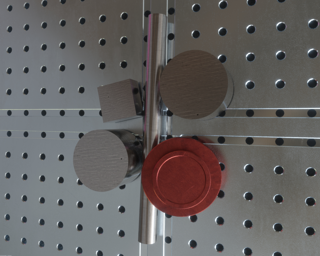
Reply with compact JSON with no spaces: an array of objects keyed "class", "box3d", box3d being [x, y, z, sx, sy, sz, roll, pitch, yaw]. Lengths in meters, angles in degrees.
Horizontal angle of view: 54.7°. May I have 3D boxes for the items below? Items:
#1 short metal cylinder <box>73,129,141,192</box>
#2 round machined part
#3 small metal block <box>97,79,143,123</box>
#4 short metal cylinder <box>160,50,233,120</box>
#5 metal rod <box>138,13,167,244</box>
[{"class":"short metal cylinder","box3d":[-0.068,0.042,0.419,0.080,0.050,0.079,0,90,20]},{"class":"round machined part","box3d":[0.026,0.060,0.377,0.099,0.042,0.097,0,89,3]},{"class":"small metal block","box3d":[-0.054,-0.036,0.427,0.050,0.025,0.050,-12,86,19]},{"class":"short metal cylinder","box3d":[0.046,-0.050,0.378,0.080,0.050,0.079,0,90,20]},{"class":"metal rod","box3d":[-0.010,0.002,0.412,0.025,0.025,0.298,3,91,20]}]
